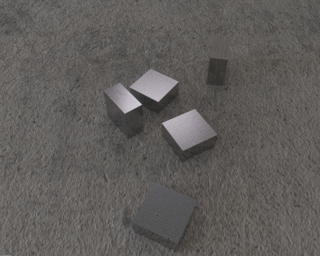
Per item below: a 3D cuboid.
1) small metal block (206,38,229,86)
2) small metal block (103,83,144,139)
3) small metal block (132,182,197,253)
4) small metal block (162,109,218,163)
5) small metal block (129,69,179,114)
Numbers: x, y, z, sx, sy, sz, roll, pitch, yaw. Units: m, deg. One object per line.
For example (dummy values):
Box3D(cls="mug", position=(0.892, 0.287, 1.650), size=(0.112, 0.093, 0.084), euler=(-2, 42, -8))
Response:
Box3D(cls="small metal block", position=(0.088, -0.101, 0.472), size=(0.025, 0.050, 0.050), euler=(8, 51, 7))
Box3D(cls="small metal block", position=(-0.047, -0.022, 0.405), size=(0.025, 0.050, 0.050), euler=(-30, 57, -23))
Box3D(cls="small metal block", position=(0.005, 0.093, 0.325), size=(0.050, 0.025, 0.050), euler=(21, 53, 16))
Box3D(cls="small metal block", position=(0.037, 0.009, 0.396), size=(0.050, 0.025, 0.050), euler=(-23, 54, -19))
Box3D(cls="small metal block", position=(-0.008, -0.054, 0.448), size=(0.050, 0.025, 0.050), euler=(29, 56, 22))
